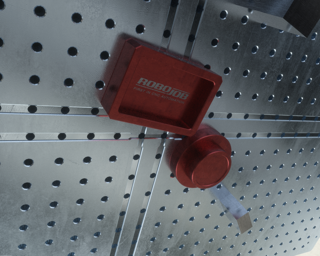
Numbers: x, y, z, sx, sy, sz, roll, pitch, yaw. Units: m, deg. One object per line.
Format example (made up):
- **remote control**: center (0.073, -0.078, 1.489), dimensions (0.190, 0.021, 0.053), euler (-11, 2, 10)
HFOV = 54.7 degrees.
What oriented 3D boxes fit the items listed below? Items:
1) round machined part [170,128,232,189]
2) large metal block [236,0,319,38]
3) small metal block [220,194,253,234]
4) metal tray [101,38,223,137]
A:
- **round machined part**: center (0.069, 0.053, 0.470), dimensions (0.099, 0.042, 0.097), euler (-14, 124, -21)
- **large metal block**: center (0.150, -0.161, 0.358), dimensions (0.050, 0.080, 0.080), euler (18, 109, -35)
- **small metal block**: center (0.140, 0.158, 0.569), dimensions (0.025, 0.050, 0.050), euler (-31, 129, -8)
- **metal tray**: center (0.005, -0.044, 0.383), dimensions (0.131, 0.030, 0.089), euler (13, 112, -34)
